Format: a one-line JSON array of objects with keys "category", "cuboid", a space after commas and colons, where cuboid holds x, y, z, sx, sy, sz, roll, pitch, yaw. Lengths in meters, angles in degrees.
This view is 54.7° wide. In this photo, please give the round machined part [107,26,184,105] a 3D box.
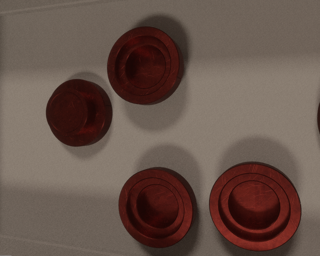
[{"category": "round machined part", "cuboid": [-0.016, -0.078, 0.406, 0.098, 0.042, 0.097, 0, 90, 19]}]

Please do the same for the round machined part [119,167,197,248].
[{"category": "round machined part", "cuboid": [0.000, 0.099, 0.401, 0.098, 0.042, 0.097, 0, 90, 19]}]

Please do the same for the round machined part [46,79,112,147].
[{"category": "round machined part", "cuboid": [-0.122, -0.022, 0.443, 0.098, 0.042, 0.097, 0, 90, 19]}]

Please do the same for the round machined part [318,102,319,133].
[{"category": "round machined part", "cuboid": [0.211, -0.007, 0.308, 0.042, 0.098, 0.097, -10, 86, -16]}]

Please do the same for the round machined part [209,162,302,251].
[{"category": "round machined part", "cuboid": [0.110, 0.088, 0.362, 0.098, 0.042, 0.097, 0, 90, 19]}]
